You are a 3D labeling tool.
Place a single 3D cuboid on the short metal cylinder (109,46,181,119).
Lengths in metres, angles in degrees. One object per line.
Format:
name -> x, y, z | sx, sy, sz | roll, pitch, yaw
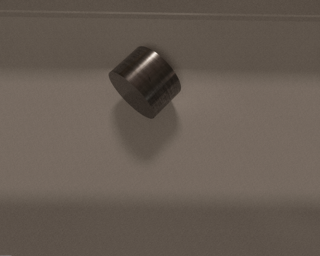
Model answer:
short metal cylinder -> -0.020, -0.058, 0.401 | 0.080, 0.080, 0.050 | 40, 75, 13
